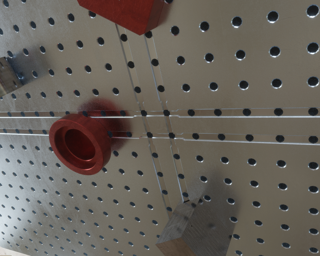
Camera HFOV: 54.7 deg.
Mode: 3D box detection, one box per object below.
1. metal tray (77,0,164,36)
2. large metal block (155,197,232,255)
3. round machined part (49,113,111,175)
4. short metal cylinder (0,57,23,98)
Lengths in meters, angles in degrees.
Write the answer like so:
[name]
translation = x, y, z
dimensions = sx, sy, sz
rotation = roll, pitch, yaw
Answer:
[metal tray]
translation = -0.032, -0.174, 0.317
dimensions = 0.090, 0.030, 0.129
rotation = 29, 128, 9
[large metal block]
translation = 0.052, 0.162, 0.449
dimensions = 0.050, 0.080, 0.080
rotation = -32, 101, 38
[round machined part]
translation = -0.117, 0.021, 0.475
dimensions = 0.098, 0.042, 0.097
rotation = 13, 124, 21
[short metal cylinder]
translation = -0.260, -0.068, 0.470
dimensions = 0.080, 0.080, 0.050
rotation = -12, 112, 33
